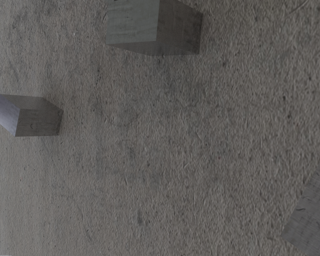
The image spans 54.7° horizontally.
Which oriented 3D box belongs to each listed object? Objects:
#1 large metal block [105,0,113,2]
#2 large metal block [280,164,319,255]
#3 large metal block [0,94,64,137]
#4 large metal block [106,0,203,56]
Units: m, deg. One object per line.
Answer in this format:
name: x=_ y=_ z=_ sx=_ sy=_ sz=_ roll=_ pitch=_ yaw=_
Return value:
large metal block: x=-0.052 y=-0.217 z=0.432 sx=0.080 sy=0.050 sz=0.080 roll=46 pitch=118 yaw=30
large metal block: x=0.149 y=0.058 z=0.246 sx=0.050 sy=0.081 sz=0.079 roll=32 pitch=110 yaw=35
large metal block: x=-0.238 y=-0.023 z=0.566 sx=0.080 sy=0.081 sz=0.050 roll=27 pitch=107 yaw=36
large metal block: x=-0.006 y=-0.120 z=0.375 sx=0.080 sy=0.081 sz=0.050 roll=9 pitch=96 yaw=39
